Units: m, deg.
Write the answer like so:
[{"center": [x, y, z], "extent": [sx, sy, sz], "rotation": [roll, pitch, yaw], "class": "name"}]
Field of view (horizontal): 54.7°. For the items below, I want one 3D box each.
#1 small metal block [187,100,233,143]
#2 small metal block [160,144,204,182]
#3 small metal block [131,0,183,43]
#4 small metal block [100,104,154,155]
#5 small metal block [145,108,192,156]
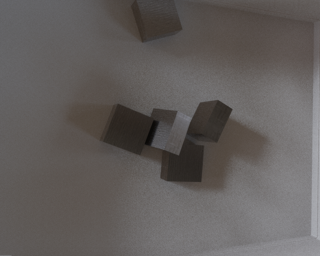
[{"center": [0.066, -0.009, 0.423], "extent": [0.025, 0.050, 0.050], "rotation": [30, 80, -18], "class": "small metal block"}, {"center": [0.030, 0.046, 0.423], "extent": [0.050, 0.025, 0.050], "rotation": [5, 88, -20], "class": "small metal block"}, {"center": [-0.004, -0.146, 0.410], "extent": [0.050, 0.025, 0.050], "rotation": [-20, 97, -19], "class": "small metal block"}, {"center": [-0.042, 0.002, 0.396], "extent": [0.050, 0.025, 0.050], "rotation": [23, 82, -19], "class": "small metal block"}, {"center": [0.007, 0.004, 0.398], "extent": [0.025, 0.050, 0.050], "rotation": [25, 81, -37], "class": "small metal block"}]
